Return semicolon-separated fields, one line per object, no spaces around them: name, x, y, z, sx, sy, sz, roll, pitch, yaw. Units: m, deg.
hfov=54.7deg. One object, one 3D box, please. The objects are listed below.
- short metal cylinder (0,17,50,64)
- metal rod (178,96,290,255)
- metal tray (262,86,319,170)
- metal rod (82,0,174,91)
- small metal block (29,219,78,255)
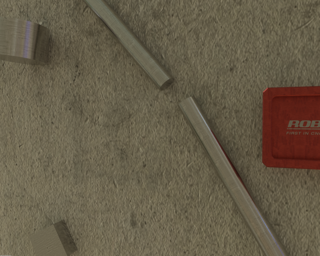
short metal cylinder;-0.205;-0.124;0.450;0.080;0.080;0.050;7;93;19
metal rod;0.106;0.094;0.371;0.025;0.025;0.299;-32;80;17
metal tray;0.182;0.000;0.342;0.130;0.030;0.089;1;90;19
metal rod;-0.084;-0.170;0.437;0.025;0.025;0.300;-43;77;15
small metal block;-0.160;0.173;0.464;0.050;0.025;0.050;-31;80;17
